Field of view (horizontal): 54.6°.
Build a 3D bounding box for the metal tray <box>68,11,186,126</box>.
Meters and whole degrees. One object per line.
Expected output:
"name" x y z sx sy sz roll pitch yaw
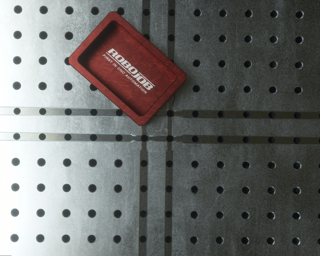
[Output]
"metal tray" -0.042 -0.076 0.410 0.130 0.030 0.090 42 90 0
